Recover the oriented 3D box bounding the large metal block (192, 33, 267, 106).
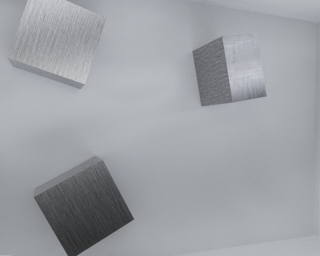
[{"bbox_3d":[0.090,-0.074,0.414,0.050,0.080,0.080,-11,94,-20],"label":"large metal block"}]

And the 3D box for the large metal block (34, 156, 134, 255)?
[{"bbox_3d":[-0.089,0.089,0.364,0.080,0.050,0.080,-29,100,-18],"label":"large metal block"}]

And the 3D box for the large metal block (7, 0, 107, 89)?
[{"bbox_3d":[-0.116,-0.098,0.354,0.081,0.050,0.080,18,84,-19],"label":"large metal block"}]
